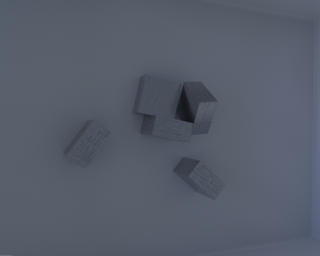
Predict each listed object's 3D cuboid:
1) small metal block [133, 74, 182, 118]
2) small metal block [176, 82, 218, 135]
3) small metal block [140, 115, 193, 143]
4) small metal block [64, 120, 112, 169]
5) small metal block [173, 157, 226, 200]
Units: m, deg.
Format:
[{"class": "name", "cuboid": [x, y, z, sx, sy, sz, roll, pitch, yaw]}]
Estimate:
[{"class": "small metal block", "cuboid": [-0.004, -0.039, 0.410, 0.050, 0.025, 0.050, 13, 85, -20]}, {"class": "small metal block", "cuboid": [0.047, -0.026, 0.405, 0.025, 0.050, 0.050, -4, 128, -21]}, {"class": "small metal block", "cuboid": [0.007, 0.001, 0.401, 0.050, 0.050, 0.025, 12, 87, -20]}, {"class": "small metal block", "cuboid": [-0.087, 0.018, 0.366, 0.025, 0.050, 0.050, 38, 78, -17]}, {"class": "small metal block", "cuboid": [0.052, 0.067, 0.418, 0.050, 0.050, 0.025, 43, 77, -15]}]
